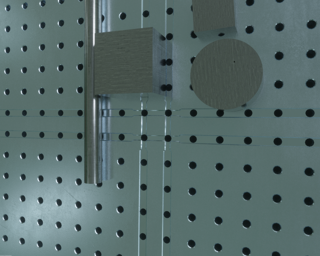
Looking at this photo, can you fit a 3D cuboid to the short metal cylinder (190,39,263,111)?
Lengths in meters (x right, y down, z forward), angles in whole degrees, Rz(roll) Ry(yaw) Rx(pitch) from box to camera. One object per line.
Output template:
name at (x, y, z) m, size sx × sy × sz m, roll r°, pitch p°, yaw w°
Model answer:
short metal cylinder at (0.082, -0.060, 0.370) m, size 0.080 × 0.050 × 0.079 m, roll 0°, pitch 90°, yaw 19°

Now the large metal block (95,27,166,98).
large metal block at (-0.038, -0.083, 0.412) m, size 0.080 × 0.050 × 0.079 m, roll 0°, pitch 90°, yaw 19°

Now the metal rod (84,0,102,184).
metal rod at (-0.096, -0.071, 0.445) m, size 0.025 × 0.025 × 0.298 m, roll 0°, pitch 90°, yaw 19°

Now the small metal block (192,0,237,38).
small metal block at (0.069, -0.145, 0.388) m, size 0.050 × 0.025 × 0.050 m, roll -3°, pitch 89°, yaw 19°
